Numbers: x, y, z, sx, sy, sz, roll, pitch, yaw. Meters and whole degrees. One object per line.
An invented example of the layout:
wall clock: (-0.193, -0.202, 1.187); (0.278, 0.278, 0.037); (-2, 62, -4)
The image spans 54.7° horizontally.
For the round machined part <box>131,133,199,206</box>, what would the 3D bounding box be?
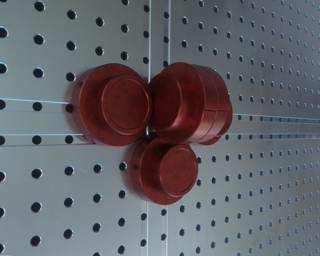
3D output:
round machined part: (0.013, 0.054, 0.411); (0.099, 0.042, 0.097); (0, 90, -40)

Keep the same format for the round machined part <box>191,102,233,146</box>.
round machined part: (0.070, -0.022, 0.459); (0.099, 0.042, 0.097); (0, 90, -40)

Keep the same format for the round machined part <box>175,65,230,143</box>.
round machined part: (0.050, -0.030, 0.398); (0.042, 0.098, 0.097); (-1, 91, -40)

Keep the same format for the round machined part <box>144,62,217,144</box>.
round machined part: (0.017, -0.030, 0.369); (0.042, 0.098, 0.097); (2, 89, -40)

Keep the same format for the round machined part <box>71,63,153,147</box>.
round machined part: (-0.048, -0.026, 0.359); (0.099, 0.042, 0.097); (0, 90, -40)
